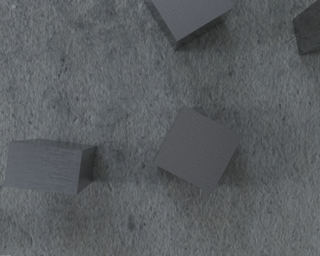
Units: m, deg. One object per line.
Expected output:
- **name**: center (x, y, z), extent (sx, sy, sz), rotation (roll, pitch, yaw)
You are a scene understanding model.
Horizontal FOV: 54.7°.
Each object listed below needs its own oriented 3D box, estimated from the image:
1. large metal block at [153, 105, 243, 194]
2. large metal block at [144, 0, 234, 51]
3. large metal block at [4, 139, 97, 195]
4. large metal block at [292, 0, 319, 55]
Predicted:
- **large metal block**: center (0.046, 0.026, 0.398), extent (0.080, 0.050, 0.080), rotation (28, 90, -1)
- **large metal block**: center (0.034, -0.159, 0.398), extent (0.080, 0.050, 0.080), rotation (-32, 90, 0)
- **large metal block**: center (-0.129, 0.044, 0.381), extent (0.081, 0.080, 0.050), rotation (7, 90, -1)
- **large metal block**: center (0.226, -0.131, 0.385), extent (0.080, 0.080, 0.050), rotation (-10, 90, 0)
